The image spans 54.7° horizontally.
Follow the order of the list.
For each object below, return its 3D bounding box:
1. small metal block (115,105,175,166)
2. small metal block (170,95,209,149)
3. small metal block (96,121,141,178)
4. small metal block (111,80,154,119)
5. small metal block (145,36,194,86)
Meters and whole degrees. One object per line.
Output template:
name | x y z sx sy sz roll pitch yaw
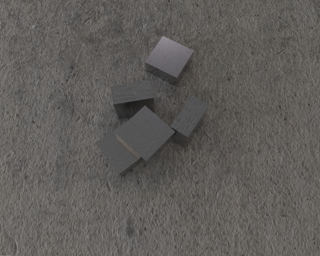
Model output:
small metal block | -0.017 0.010 0.378 0.050 0.025 0.050 41 73 13
small metal block | 0.036 -0.007 0.397 0.025 0.050 0.050 32 73 11
small metal block | -0.045 0.027 0.398 0.050 0.025 0.050 -36 74 -12
small metal block | -0.035 -0.036 0.408 0.050 0.050 0.025 -10 71 -4
small metal block | 0.014 -0.096 0.443 0.050 0.025 0.050 28 72 10
